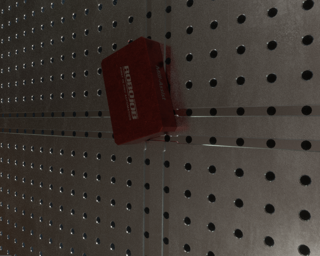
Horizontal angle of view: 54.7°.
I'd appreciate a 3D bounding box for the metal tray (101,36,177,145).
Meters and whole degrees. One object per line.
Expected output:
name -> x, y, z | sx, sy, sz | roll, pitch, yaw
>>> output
metal tray -> -0.033, -0.048, 0.431 | 0.090, 0.030, 0.129 | -18, 78, 38
